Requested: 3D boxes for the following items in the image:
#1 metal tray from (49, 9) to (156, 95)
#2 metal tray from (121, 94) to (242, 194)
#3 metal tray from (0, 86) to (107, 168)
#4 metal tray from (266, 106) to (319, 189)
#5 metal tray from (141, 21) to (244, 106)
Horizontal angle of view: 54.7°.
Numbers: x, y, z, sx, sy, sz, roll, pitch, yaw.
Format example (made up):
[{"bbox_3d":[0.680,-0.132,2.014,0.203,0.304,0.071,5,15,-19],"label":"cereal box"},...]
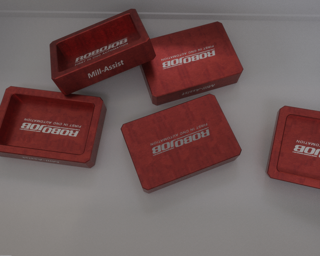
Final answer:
[{"bbox_3d":[-0.080,-0.105,0.416,0.131,0.030,0.090,-22,48,1],"label":"metal tray"},{"bbox_3d":[0.026,0.019,0.400,0.131,0.030,0.090,-20,71,-7],"label":"metal tray"},{"bbox_3d":[-0.144,-0.002,0.406,0.131,0.030,0.090,7,70,2],"label":"metal tray"},{"bbox_3d":[0.203,0.029,0.371,0.130,0.030,0.090,11,87,15],"label":"metal tray"},{"bbox_3d":[0.040,-0.093,0.441,0.131,0.030,0.090,-17,71,-6],"label":"metal tray"}]
